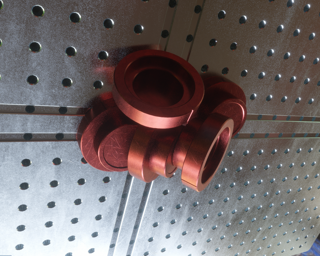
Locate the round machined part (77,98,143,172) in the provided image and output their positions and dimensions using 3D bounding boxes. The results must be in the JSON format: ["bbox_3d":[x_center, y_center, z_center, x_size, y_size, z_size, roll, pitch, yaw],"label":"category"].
[{"bbox_3d":[-0.049,0.015,0.384,0.099,0.042,0.097,-14,125,-21],"label":"round machined part"}]

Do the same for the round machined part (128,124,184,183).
[{"bbox_3d":[0.004,0.023,0.388,0.098,0.042,0.097,-52,153,-39],"label":"round machined part"}]

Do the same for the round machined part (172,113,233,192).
[{"bbox_3d":[0.050,0.026,0.383,0.098,0.042,0.097,-47,151,-37],"label":"round machined part"}]

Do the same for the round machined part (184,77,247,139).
[{"bbox_3d":[0.082,-0.019,0.435,0.099,0.042,0.097,-14,125,-21],"label":"round machined part"}]

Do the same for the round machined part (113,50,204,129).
[{"bbox_3d":[-0.004,-0.039,0.346,0.099,0.098,0.042,-12,149,-22],"label":"round machined part"}]
